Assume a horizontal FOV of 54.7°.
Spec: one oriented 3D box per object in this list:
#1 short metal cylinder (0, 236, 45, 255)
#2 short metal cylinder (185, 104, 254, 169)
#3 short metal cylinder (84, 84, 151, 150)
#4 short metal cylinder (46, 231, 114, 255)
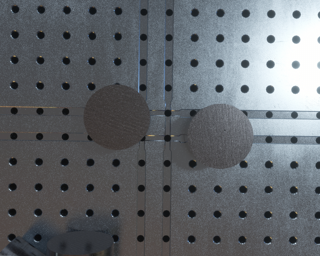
[{"bbox_3d":[-0.183,0.183,0.384,0.050,0.080,0.080,36,90,-1],"label":"short metal cylinder"},{"bbox_3d":[0.074,0.010,0.402,0.081,0.050,0.079,0,90,-1],"label":"short metal cylinder"},{"bbox_3d":[-0.052,-0.013,0.400,0.081,0.050,0.079,0,90,-1],"label":"short metal cylinder"},{"bbox_3d":[-0.099,0.166,0.385,0.081,0.080,0.050,2,90,-1],"label":"short metal cylinder"}]
